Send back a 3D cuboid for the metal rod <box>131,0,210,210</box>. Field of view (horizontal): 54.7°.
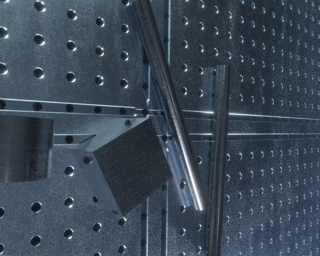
[{"bbox_3d":[0.018,-0.022,0.426,0.025,0.025,0.298,-29,108,-37],"label":"metal rod"}]

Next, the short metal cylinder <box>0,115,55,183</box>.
[{"bbox_3d":[-0.133,0.016,0.263,0.081,0.080,0.050,4,87,-40],"label":"short metal cylinder"}]

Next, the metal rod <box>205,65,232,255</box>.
[{"bbox_3d":[0.092,0.051,0.489,0.025,0.025,0.298,7,86,-40],"label":"metal rod"}]

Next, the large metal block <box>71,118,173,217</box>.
[{"bbox_3d":[-0.041,0.041,0.360,0.081,0.050,0.080,-33,111,-35],"label":"large metal block"}]
